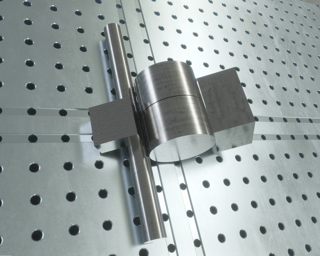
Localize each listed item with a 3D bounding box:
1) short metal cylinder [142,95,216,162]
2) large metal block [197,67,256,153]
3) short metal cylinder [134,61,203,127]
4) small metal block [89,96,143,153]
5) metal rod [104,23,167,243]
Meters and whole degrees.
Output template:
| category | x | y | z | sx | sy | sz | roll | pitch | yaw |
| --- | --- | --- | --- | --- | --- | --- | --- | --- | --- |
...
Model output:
| category | x | y | z | sx | sy | sz | roll | pitch | yaw |
| --- | --- | --- | --- | --- | --- | --- | --- | --- | --- |
| short metal cylinder | 0.022 | 0.003 | 0.377 | 0.081 | 0.080 | 0.050 | 0 | 62 | -28 |
| large metal block | 0.089 | -0.022 | 0.420 | 0.050 | 0.080 | 0.080 | -16 | 65 | 6 |
| short metal cylinder | 0.011 | -0.042 | 0.399 | 0.081 | 0.080 | 0.050 | 0 | 62 | -28 |
| small metal block | -0.052 | -0.004 | 0.363 | 0.050 | 0.025 | 0.050 | -16 | 64 | 3 |
| metal rod | -0.037 | -0.013 | 0.390 | 0.025 | 0.025 | 0.299 | 0 | 62 | -28 |
